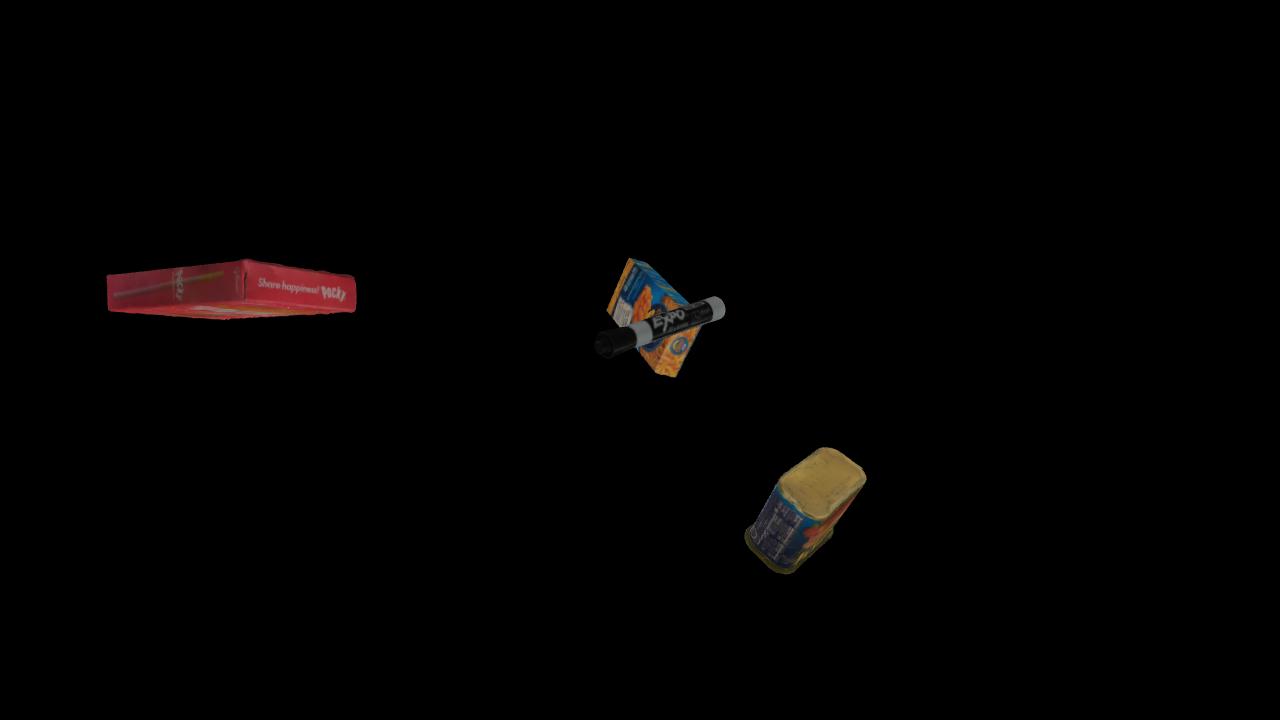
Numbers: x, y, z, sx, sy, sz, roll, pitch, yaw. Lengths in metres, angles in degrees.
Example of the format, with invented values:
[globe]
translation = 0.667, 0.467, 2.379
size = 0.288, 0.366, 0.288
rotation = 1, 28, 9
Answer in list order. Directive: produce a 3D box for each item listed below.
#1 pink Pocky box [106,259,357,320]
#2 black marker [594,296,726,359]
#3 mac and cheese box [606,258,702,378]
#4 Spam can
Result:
[pink Pocky box]
translation = -0.292, -0.047, 0.441
size = 0.155, 0.029, 0.084
rotation = -1, -1, 24
[black marker]
translation = 0.016, -0.024, 0.441
size = 0.121, 0.020, 0.020
rotation = -21, 13, -39
[mac and cheese box]
translation = 0.016, -0.064, 0.855
size = 0.041, 0.093, 0.184
rotation = 14, 23, -32
[Spam can]
translation = 0.156, 0.138, 0.579
size = 0.101, 0.085, 0.058
rotation = -23, 52, -40
